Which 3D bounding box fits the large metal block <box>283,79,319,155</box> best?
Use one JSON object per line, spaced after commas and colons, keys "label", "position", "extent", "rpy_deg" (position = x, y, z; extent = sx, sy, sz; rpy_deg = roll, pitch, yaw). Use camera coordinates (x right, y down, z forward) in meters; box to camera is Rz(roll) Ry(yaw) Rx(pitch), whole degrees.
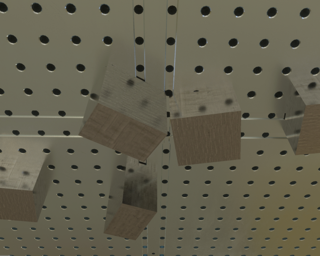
{"label": "large metal block", "position": [0.207, -0.015, 0.385], "extent": [0.080, 0.050, 0.080], "rpy_deg": [-6, 130, 4]}

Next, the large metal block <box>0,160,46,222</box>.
{"label": "large metal block", "position": [-0.226, 0.097, 0.475], "extent": [0.081, 0.050, 0.079], "rpy_deg": [7, 130, -7]}

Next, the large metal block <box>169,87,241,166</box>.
{"label": "large metal block", "position": [0.058, -0.001, 0.395], "extent": [0.080, 0.050, 0.080], "rpy_deg": [-7, 130, 5]}

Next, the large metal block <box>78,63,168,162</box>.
{"label": "large metal block", "position": [-0.040, -0.019, 0.359], "extent": [0.080, 0.080, 0.050], "rpy_deg": [25, 126, -20]}

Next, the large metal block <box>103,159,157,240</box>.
{"label": "large metal block", "position": [-0.044, 0.109, 0.468], "extent": [0.050, 0.080, 0.079], "rpy_deg": [19, 127, -16]}
